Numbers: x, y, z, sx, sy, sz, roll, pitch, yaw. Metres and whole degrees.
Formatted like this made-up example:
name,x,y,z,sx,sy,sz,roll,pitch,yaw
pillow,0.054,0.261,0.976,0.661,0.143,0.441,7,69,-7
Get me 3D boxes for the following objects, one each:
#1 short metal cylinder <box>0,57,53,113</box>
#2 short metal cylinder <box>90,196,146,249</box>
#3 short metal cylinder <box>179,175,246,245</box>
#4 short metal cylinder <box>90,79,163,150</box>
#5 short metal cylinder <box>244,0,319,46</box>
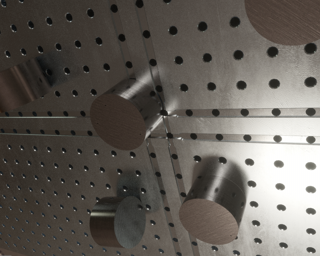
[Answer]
name,x,y,z,sx,sy,sz,roll,pitch,yaw
short metal cylinder,-0.203,-0.062,0.442,0.080,0.080,0.050,-9,114,31
short metal cylinder,-0.067,0.152,0.503,0.050,0.080,0.080,-9,114,32
short metal cylinder,0.073,0.112,0.425,0.080,0.050,0.079,13,124,20
short metal cylinder,-0.043,-0.018,0.405,0.080,0.050,0.079,13,124,20
short metal cylinder,0.117,-0.116,0.261,0.080,0.050,0.079,13,124,20
